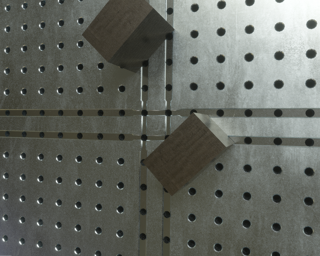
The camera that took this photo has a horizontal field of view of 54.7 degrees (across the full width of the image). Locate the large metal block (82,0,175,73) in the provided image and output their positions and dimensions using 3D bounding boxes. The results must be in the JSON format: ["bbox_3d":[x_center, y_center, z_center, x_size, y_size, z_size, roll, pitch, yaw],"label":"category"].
[{"bbox_3d":[-0.037,-0.123,0.396,0.080,0.080,0.050,-46,76,14],"label":"large metal block"}]

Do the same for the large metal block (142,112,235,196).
[{"bbox_3d":[0.038,0.029,0.370,0.080,0.080,0.050,-45,76,14],"label":"large metal block"}]
